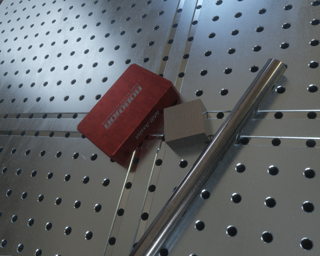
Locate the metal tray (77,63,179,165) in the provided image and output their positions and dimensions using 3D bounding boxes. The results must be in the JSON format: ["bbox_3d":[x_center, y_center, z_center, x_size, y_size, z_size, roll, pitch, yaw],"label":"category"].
[{"bbox_3d":[-0.046,-0.024,0.442,0.090,0.030,0.130,33,80,38],"label":"metal tray"}]

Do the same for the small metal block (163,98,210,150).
[{"bbox_3d":[0.033,-0.004,0.392,0.050,0.025,0.050,-15,56,19],"label":"small metal block"}]

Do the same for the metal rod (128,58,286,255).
[{"bbox_3d":[0.054,0.041,0.353,0.025,0.025,0.300,29,77,37],"label":"metal rod"}]
